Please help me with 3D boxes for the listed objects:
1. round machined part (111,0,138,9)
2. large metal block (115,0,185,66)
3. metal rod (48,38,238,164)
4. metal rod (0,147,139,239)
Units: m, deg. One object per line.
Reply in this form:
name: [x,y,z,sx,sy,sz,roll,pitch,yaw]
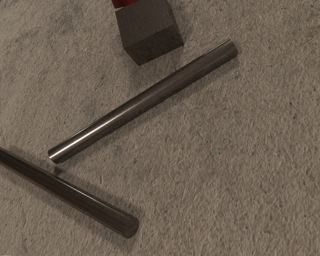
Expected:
round machined part: [-0.032,-0.222,0.527,0.098,0.042,0.098,-18,27,10]
large metal block: [-0.017,-0.156,0.485,0.080,0.050,0.080,-22,61,14]
metal rod: [-0.029,-0.034,0.438,0.300,0.025,0.025,-31,52,7]
metal rod: [-0.152,0.078,0.433,0.300,0.025,0.025,16,70,34]
